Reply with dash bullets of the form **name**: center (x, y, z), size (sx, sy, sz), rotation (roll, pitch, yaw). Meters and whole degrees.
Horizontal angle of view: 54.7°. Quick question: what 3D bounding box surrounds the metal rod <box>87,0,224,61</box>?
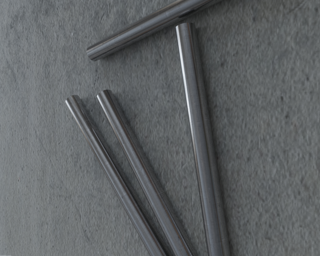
- **metal rod**: center (0.009, -0.143, 0.395), size (0.300, 0.025, 0.025), rotation (-13, 82, 39)

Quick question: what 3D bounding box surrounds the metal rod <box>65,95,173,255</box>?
- **metal rod**: center (-0.070, 0.064, 0.459), size (0.025, 0.025, 0.299), rotation (-50, 61, 28)

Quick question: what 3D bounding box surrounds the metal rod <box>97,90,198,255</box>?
- **metal rod**: center (-0.016, 0.070, 0.416), size (0.025, 0.025, 0.299), rotation (-43, 64, 31)

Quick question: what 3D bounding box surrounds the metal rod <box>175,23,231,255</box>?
- **metal rod**: center (0.051, 0.024, 0.361), size (0.025, 0.025, 0.298), rotation (-13, 82, 39)
